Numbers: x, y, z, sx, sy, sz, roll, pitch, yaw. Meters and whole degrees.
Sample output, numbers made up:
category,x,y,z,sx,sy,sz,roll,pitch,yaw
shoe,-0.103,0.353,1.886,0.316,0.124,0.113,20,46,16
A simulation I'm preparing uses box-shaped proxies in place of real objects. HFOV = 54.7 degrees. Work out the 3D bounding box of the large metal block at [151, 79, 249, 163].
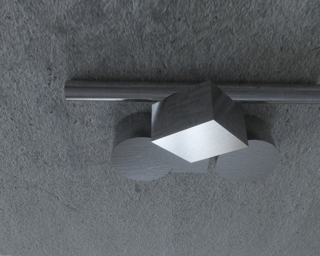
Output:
category,x,y,z,sx,sy,sz,roll,pitch,yaw
large metal block,0.047,-0.003,0.367,0.080,0.050,0.080,-21,145,33

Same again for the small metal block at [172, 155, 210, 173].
category,x,y,z,sx,sy,sz,roll,pitch,yaw
small metal block,0.043,0.038,0.442,0.050,0.025,0.050,1,130,-2

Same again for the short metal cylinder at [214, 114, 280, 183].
category,x,y,z,sx,sy,sz,roll,pitch,yaw
short metal cylinder,0.113,0.028,0.417,0.081,0.050,0.079,0,130,0

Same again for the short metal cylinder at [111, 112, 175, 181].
category,x,y,z,sx,sy,sz,roll,pitch,yaw
short metal cylinder,-0.022,0.025,0.413,0.081,0.050,0.079,0,130,0

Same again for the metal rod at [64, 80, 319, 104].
category,x,y,z,sx,sy,sz,roll,pitch,yaw
metal rod,0.041,-0.043,0.372,0.302,0.025,0.025,1,130,-1
